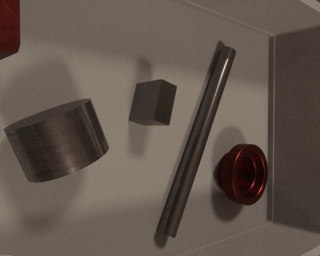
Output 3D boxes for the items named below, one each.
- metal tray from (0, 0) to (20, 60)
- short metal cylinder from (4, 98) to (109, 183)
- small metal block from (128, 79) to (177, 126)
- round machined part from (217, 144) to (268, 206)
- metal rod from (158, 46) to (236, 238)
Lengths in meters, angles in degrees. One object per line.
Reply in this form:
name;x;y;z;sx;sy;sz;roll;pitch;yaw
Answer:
metal tray;-0.143;-0.119;0.243;0.030;0.090;0.129;-1;91;-45
short metal cylinder;-0.095;0.009;0.292;0.081;0.080;0.050;-29;109;-36
small metal block;-0.010;-0.030;0.384;0.025;0.050;0.050;19;78;-39
round machined part;0.132;0.075;0.510;0.099;0.042;0.097;0;90;-40
metal rod;0.060;0.010;0.458;0.025;0.025;0.299;33;69;-36
